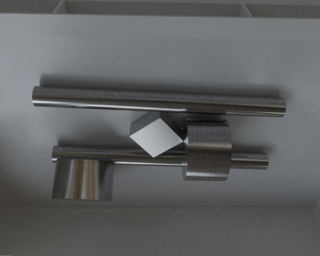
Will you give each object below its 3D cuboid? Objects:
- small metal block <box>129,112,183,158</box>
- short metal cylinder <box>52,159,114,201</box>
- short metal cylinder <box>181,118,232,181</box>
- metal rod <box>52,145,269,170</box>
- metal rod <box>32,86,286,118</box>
[{"bbox_3d":[-0.004,0.006,0.412,0.050,0.025,0.050,-31,124,23],"label":"small metal block"},{"bbox_3d":[-0.105,0.075,0.430,0.081,0.050,0.080,1,164,1],"label":"short metal cylinder"},{"bbox_3d":[0.056,0.027,0.395,0.050,0.080,0.079,1,130,-2],"label":"short metal cylinder"},{"bbox_3d":[0.002,0.042,0.443,0.302,0.025,0.025,2,130,-3],"label":"metal rod"},{"bbox_3d":[0.002,-0.032,0.379,0.302,0.025,0.025,2,130,-3],"label":"metal rod"}]
